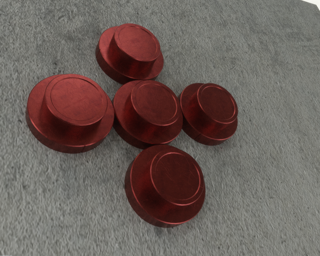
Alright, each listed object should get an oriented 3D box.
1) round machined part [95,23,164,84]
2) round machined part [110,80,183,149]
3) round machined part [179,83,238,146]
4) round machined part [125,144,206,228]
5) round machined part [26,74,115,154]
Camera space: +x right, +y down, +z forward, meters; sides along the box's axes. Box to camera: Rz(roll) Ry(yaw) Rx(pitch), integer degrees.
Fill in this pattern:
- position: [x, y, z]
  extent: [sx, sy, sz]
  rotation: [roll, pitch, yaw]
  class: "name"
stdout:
- position: [-0.039, -0.110, 0.442]
  extent: [0.099, 0.042, 0.098]
  rotation: [14, 56, -21]
  class: "round machined part"
- position: [-0.013, -0.023, 0.403]
  extent: [0.099, 0.042, 0.098]
  rotation: [14, 56, -21]
  class: "round machined part"
- position: [0.074, -0.026, 0.452]
  extent: [0.099, 0.042, 0.098]
  rotation: [14, 56, -21]
  class: "round machined part"
- position: [0.012, 0.063, 0.363]
  extent: [0.099, 0.042, 0.098]
  rotation: [14, 56, -21]
  class: "round machined part"
- position: [-0.099, -0.023, 0.356]
  extent: [0.099, 0.042, 0.098]
  rotation: [14, 56, -21]
  class: "round machined part"
